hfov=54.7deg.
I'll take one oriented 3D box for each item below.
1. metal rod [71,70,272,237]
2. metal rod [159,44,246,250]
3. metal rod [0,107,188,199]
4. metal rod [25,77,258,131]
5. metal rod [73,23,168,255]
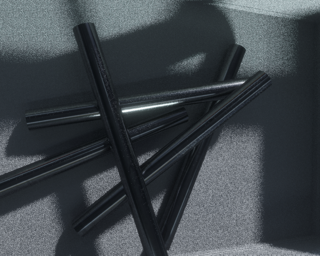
[{"bbox_3d":[0.018,0.029,0.388,0.301,0.025,0.025,-38,103,-5],"label":"metal rod"},{"bbox_3d":[0.057,0.020,0.432,0.025,0.025,0.299,25,82,-19],"label":"metal rod"},{"bbox_3d":[-0.100,0.034,0.374,0.302,0.025,0.025,-22,98,-19],"label":"metal rod"},{"bbox_3d":[-0.007,-0.034,0.392,0.302,0.025,0.025,-10,94,-14],"label":"metal rod"},{"bbox_3d":[-0.041,0.029,0.355,0.025,0.025,0.298,-18,93,-19],"label":"metal rod"}]
